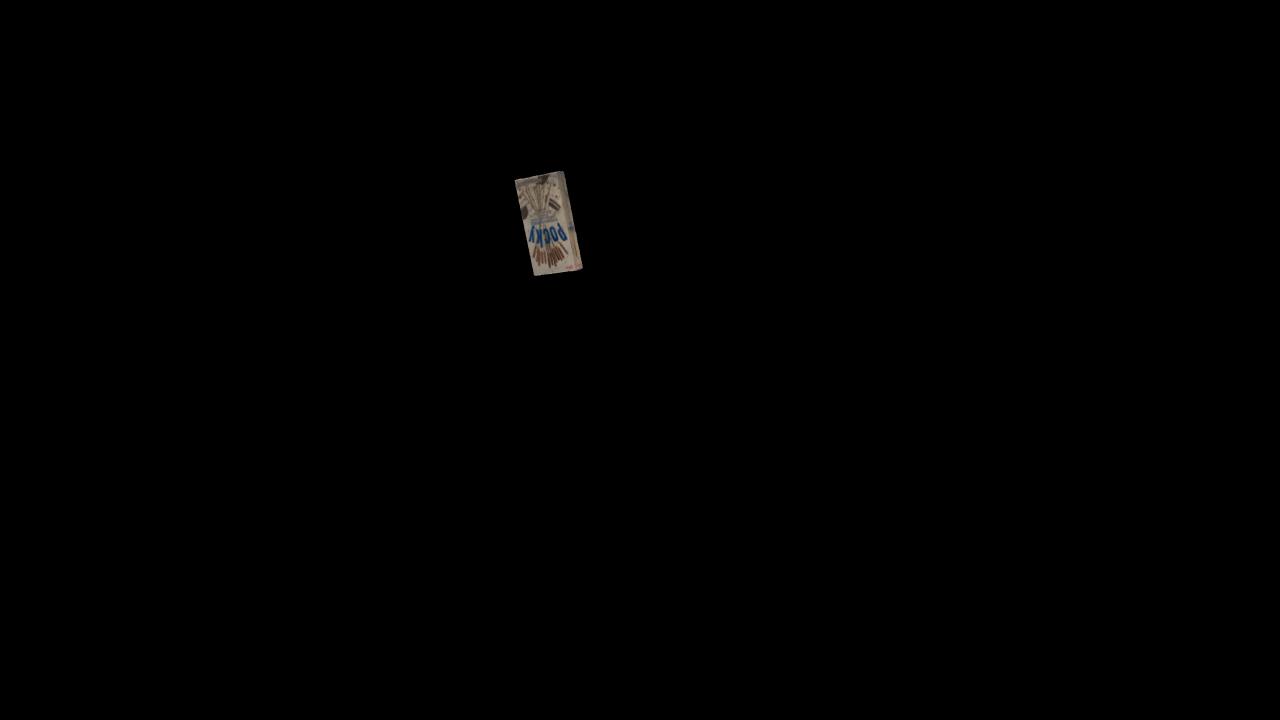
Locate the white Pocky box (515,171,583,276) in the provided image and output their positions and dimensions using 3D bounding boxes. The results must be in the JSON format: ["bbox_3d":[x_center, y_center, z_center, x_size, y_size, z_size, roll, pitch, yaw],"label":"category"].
[{"bbox_3d":[-0.145,-0.215,0.978,0.084,0.154,0.028,-3,16,26],"label":"white Pocky box"}]
